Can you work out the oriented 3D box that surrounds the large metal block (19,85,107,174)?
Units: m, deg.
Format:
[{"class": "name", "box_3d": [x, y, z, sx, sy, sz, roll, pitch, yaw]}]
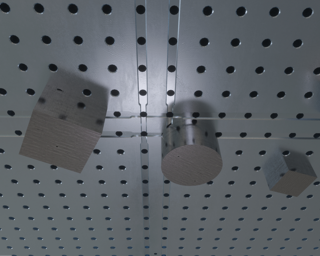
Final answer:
[{"class": "large metal block", "box_3d": [-0.123, 0.004, 0.397, 0.080, 0.050, 0.080, 22, 127, -18]}]

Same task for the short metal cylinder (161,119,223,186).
[{"class": "short metal cylinder", "box_3d": [0.042, 0.034, 0.425, 0.081, 0.050, 0.079, 0, 130, 0]}]

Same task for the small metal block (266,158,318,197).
[{"class": "small metal block", "box_3d": [0.202, 0.077, 0.479, 0.050, 0.025, 0.050, 15, 129, -13]}]
